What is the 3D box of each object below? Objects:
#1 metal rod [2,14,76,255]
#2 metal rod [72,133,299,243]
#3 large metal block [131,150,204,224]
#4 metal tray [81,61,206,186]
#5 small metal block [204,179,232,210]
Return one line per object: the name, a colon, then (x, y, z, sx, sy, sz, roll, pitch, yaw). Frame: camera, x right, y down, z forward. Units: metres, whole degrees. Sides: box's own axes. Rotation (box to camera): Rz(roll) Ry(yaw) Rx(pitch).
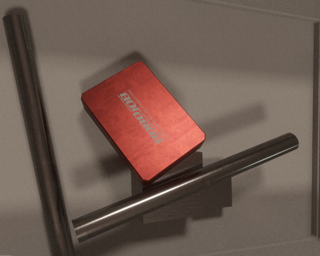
metal rod: (-0.138, 0.022, 0.360, 0.025, 0.025, 0.298, -12, 94, -20)
metal rod: (0.046, 0.064, 0.375, 0.302, 0.025, 0.025, -19, 97, -20)
large metal block: (0.008, 0.072, 0.402, 0.081, 0.050, 0.079, -2, 91, -20)
metal tray: (-0.021, -0.008, 0.372, 0.090, 0.030, 0.130, -34, 75, -17)
small metal block: (0.073, 0.086, 0.439, 0.050, 0.025, 0.050, -2, 91, -20)
